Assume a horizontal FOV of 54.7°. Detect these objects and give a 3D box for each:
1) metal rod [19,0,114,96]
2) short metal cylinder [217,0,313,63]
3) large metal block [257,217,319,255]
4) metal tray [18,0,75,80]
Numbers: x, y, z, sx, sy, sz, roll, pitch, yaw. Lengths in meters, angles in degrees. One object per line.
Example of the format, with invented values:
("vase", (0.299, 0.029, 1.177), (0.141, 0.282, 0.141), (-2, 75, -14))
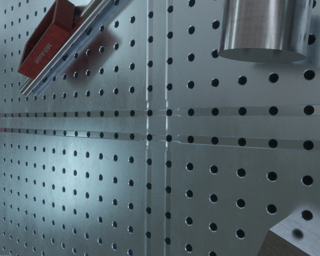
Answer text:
("metal rod", (-0.174, -0.144, 0.553), (0.299, 0.025, 0.025), (-33, 70, 35))
("short metal cylinder", (0.098, -0.093, 0.293), (0.080, 0.081, 0.050), (9, 96, 39))
("large metal block", (0.131, 0.143, 0.285), (0.080, 0.050, 0.079), (29, 108, 36))
("metal tray", (-0.200, -0.157, 0.544), (0.130, 0.030, 0.090), (-38, 42, 30))
